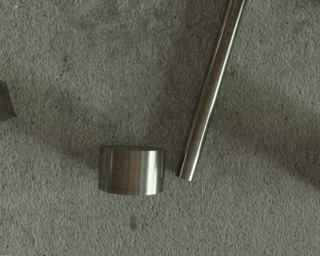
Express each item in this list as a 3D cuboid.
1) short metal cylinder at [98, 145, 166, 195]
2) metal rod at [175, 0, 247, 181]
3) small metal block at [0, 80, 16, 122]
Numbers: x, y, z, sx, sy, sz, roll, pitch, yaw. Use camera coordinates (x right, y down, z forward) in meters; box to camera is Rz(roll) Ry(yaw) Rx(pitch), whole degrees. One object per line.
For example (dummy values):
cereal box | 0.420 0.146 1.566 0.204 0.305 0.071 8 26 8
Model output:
short metal cylinder | -0.034 0.049 0.382 0.080 0.080 0.050 3 90 0
metal rod | 0.075 -0.077 0.410 0.025 0.025 0.298 17 90 0
small metal block | -0.227 -0.032 0.408 0.050 0.025 0.050 -17 90 0
